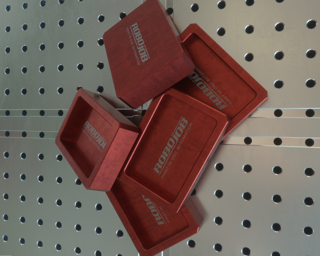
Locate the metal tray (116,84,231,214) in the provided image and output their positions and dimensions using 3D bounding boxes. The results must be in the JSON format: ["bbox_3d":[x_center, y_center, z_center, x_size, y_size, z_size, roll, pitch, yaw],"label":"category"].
[{"bbox_3d":[0.014,0.024,0.372,0.090,0.030,0.129,30,99,17],"label":"metal tray"}]

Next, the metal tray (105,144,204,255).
[{"bbox_3d":[-0.014,0.095,0.414,0.090,0.030,0.130,-34,79,16],"label":"metal tray"}]

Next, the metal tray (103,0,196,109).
[{"bbox_3d":[-0.019,-0.096,0.384,0.090,0.030,0.130,-32,50,16],"label":"metal tray"}]

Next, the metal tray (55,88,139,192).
[{"bbox_3d":[-0.088,0.011,0.407,0.130,0.030,0.090,37,103,47],"label":"metal tray"}]

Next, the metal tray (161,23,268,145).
[{"bbox_3d":[0.057,-0.054,0.389,0.090,0.030,0.130,-45,77,14],"label":"metal tray"}]
